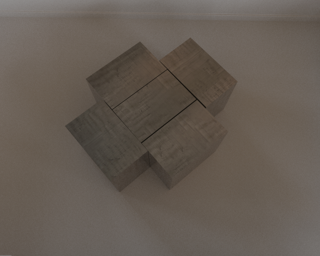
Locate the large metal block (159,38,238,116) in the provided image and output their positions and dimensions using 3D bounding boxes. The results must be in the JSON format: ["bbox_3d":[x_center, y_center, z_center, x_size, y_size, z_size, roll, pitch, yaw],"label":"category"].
[{"bbox_3d":[0.044,-0.054,0.400,0.050,0.080,0.080,-39,75,-13],"label":"large metal block"}]

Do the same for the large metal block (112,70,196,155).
[{"bbox_3d":[-0.006,-0.013,0.384,0.080,0.080,0.050,-38,75,-13],"label":"large metal block"}]

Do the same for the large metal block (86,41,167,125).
[{"bbox_3d":[-0.039,-0.049,0.397,0.080,0.080,0.050,-38,75,-13],"label":"large metal block"}]

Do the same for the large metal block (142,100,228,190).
[{"bbox_3d":[0.027,0.024,0.372,0.080,0.080,0.050,-38,75,-13],"label":"large metal block"}]

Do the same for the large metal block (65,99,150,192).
[{"bbox_3d":[-0.058,0.024,0.370,0.050,0.080,0.080,-39,75,-13],"label":"large metal block"}]
